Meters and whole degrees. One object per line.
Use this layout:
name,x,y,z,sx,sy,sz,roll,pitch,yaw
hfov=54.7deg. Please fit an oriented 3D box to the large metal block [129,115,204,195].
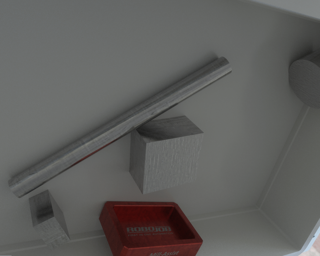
large metal block,0.006,0.035,0.419,0.081,0.050,0.079,-9,123,-24

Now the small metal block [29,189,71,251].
small metal block,-0.139,0.115,0.389,0.025,0.050,0.050,-25,128,-14

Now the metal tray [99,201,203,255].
metal tray,-0.013,0.149,0.453,0.131,0.090,0.030,10,113,-33

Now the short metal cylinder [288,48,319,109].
short metal cylinder,0.241,-0.076,0.461,0.050,0.080,0.080,-28,128,-11

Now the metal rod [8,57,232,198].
metal rod,-0.041,-0.006,0.383,0.301,0.025,0.025,-31,129,-9
